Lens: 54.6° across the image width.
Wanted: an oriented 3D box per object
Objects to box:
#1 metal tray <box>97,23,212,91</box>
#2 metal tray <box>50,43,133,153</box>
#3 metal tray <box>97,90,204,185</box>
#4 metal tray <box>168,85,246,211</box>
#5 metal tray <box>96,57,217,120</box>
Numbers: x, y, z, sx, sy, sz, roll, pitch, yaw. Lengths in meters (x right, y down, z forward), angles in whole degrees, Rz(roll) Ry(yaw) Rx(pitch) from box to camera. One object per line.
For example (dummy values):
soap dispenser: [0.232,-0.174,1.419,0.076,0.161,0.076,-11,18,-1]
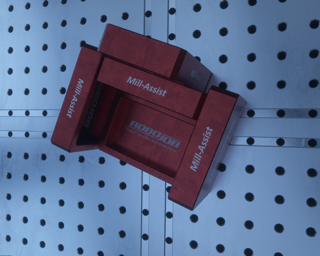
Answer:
metal tray: [0.001,-0.075,0.356,0.090,0.130,0.030,24,99,18]
metal tray: [-0.085,-0.035,0.408,0.030,0.090,0.129,23,98,18]
metal tray: [-0.010,0.011,0.413,0.130,0.030,0.090,23,98,18]
metal tray: [0.057,0.021,0.357,0.030,0.090,0.129,23,98,18]
metal tray: [0.001,-0.046,0.378,0.130,0.090,0.030,23,98,18]
